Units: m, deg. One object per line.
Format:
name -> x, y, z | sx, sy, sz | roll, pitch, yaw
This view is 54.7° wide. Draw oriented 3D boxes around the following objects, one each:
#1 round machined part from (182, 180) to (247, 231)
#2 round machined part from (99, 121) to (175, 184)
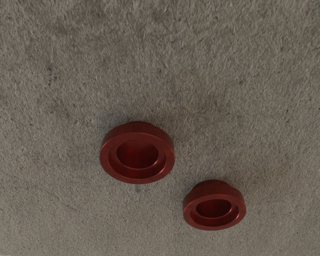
round machined part -> 0.085, 0.121, 0.500 | 0.099, 0.042, 0.097 | 0, 130, 0
round machined part -> -0.030, 0.029, 0.421 | 0.099, 0.042, 0.097 | 0, 130, 0
